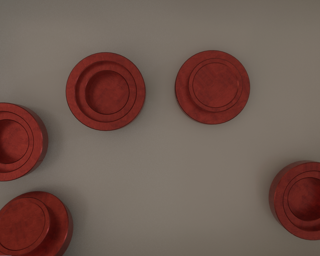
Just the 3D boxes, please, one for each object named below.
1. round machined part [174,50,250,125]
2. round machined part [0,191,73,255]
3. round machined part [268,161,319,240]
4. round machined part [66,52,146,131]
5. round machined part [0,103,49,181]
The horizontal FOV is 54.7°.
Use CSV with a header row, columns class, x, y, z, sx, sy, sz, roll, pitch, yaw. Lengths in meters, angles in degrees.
class,x,y,z,sx,sy,sz,roll,pitch,yaw
round machined part,0.069,-0.053,0.403,0.099,0.042,0.097,0,90,0
round machined part,-0.162,0.124,0.380,0.099,0.042,0.098,-1,59,3
round machined part,0.190,0.091,0.404,0.099,0.042,0.097,0,90,0
round machined part,-0.067,-0.045,0.402,0.099,0.042,0.097,0,90,0
round machined part,-0.193,0.017,0.401,0.099,0.042,0.097,0,90,0
